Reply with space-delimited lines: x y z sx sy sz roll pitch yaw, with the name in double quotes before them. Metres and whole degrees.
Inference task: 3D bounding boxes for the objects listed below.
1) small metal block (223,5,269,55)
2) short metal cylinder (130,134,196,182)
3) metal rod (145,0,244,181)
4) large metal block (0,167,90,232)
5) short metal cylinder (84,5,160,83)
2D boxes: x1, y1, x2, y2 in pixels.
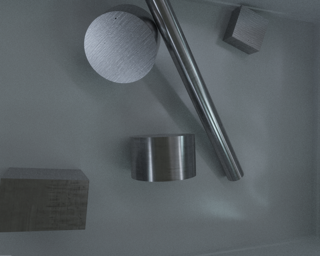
"small metal block" 0.127 -0.144 0.459 0.050 0.025 0.050 21 83 -19
"short metal cylinder" 0.004 0.034 0.384 0.081 0.080 0.050 -3 91 -20
"metal rod" 0.046 -0.052 0.397 0.025 0.025 0.299 -35 114 -17
"large metal block" -0.125 0.074 0.336 0.081 0.080 0.050 5 89 -20
"short metal cylinder" -0.041 -0.099 0.362 0.080 0.050 0.079 2 120 4
